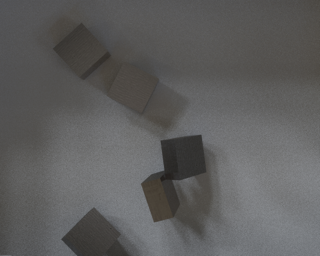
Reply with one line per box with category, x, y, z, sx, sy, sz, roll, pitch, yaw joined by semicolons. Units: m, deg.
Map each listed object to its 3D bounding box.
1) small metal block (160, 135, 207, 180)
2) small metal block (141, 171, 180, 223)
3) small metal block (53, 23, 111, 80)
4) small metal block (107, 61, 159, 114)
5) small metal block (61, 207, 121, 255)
small metal block;0.031;0.037;0.398;0.050;0.025;0.050;-8;90;-42
small metal block;0.002;0.085;0.397;0.025;0.050;0.050;-19;90;14
small metal block;-0.102;-0.100;0.410;0.050;0.025;0.050;-42;90;0
small metal block;-0.035;-0.053;0.411;0.050;0.025;0.050;26;90;0
small metal block;-0.088;0.140;0.398;0.050;0.025;0.050;46;53;0
